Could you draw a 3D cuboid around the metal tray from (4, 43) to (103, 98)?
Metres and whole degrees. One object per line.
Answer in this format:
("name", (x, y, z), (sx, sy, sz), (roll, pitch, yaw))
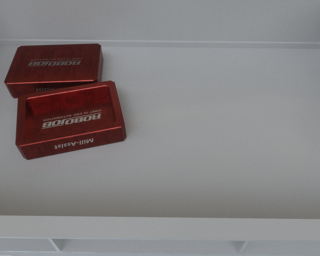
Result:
("metal tray", (-0.157, -0.090, 0.476), (0.131, 0.030, 0.090), (-2, 50, -2))

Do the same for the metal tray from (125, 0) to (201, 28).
("metal tray", (0.004, -0.242, 0.607), (0.131, 0.030, 0.090), (-14, 52, -12))

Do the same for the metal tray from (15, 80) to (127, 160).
("metal tray", (-0.117, -0.014, 0.412), (0.131, 0.030, 0.090), (-11, 51, -9))
